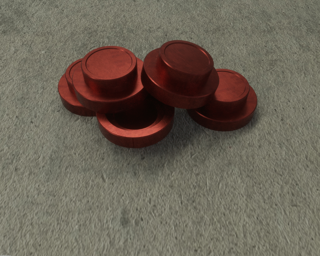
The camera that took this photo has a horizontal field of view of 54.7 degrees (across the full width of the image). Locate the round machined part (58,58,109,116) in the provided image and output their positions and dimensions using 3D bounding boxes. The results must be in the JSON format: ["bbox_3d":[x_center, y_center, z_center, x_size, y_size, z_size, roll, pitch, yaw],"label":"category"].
[{"bbox_3d":[-0.098,-0.066,0.447,0.099,0.042,0.098,0,50,0],"label":"round machined part"}]

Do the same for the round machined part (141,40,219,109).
[{"bbox_3d":[0.028,-0.073,0.388,0.099,0.042,0.098,9,48,-10],"label":"round machined part"}]

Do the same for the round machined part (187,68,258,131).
[{"bbox_3d":[0.086,-0.046,0.432,0.099,0.042,0.098,0,50,0],"label":"round machined part"}]

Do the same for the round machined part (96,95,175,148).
[{"bbox_3d":[-0.031,-0.012,0.403,0.099,0.042,0.098,0,50,0],"label":"round machined part"}]

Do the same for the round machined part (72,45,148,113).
[{"bbox_3d":[-0.062,-0.068,0.395,0.099,0.042,0.098,0,50,0],"label":"round machined part"}]
